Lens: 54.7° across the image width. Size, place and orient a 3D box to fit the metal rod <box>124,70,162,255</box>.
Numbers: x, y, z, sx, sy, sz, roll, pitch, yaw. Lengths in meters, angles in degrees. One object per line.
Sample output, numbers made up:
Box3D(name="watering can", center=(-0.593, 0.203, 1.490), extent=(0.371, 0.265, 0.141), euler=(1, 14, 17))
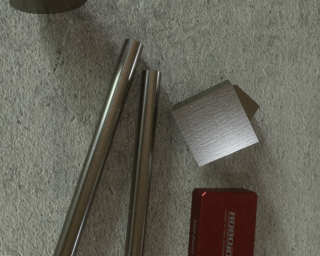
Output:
Box3D(name="metal rod", center=(-0.025, 0.075, 0.400), extent=(0.025, 0.025, 0.298), euler=(6, 88, -20))

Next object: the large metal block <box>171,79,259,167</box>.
Box3D(name="large metal block", center=(0.071, -0.008, 0.405), extent=(0.080, 0.050, 0.080), euler=(-25, 100, 12))

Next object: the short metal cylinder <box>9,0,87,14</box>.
Box3D(name="short metal cylinder", center=(-0.124, -0.162, 0.334), extent=(0.081, 0.080, 0.050), euler=(-11, 94, -20))

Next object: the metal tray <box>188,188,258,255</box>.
Box3D(name="metal tray", center=(0.089, 0.153, 0.441), extent=(0.091, 0.030, 0.129), euler=(5, 88, -20))

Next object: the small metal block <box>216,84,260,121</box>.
Box3D(name="small metal block", center=(0.108, -0.027, 0.451), extent=(0.050, 0.025, 0.050), euler=(38, 78, -17))

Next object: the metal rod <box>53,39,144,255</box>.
Box3D(name="metal rod", center=(-0.077, 0.034, 0.381), extent=(0.025, 0.025, 0.299), euler=(19, 83, -19))
